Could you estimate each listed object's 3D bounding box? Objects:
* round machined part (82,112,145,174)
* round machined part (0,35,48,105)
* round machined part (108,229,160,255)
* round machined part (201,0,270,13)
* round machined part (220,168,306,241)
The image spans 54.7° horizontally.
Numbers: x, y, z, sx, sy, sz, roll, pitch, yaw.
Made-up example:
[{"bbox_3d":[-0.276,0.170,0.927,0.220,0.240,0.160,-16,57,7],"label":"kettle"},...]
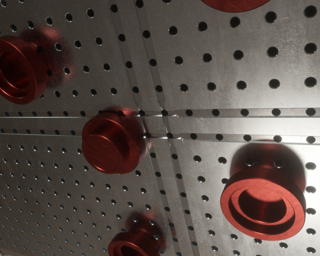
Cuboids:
[{"bbox_3d":[-0.075,0.029,0.455,0.098,0.042,0.097,13,124,20],"label":"round machined part"},{"bbox_3d":[-0.205,-0.087,0.452,0.098,0.042,0.097,13,124,20],"label":"round machined part"},{"bbox_3d":[-0.041,0.223,0.558,0.098,0.042,0.097,13,124,21],"label":"round machined part"},{"bbox_3d":[0.071,-0.154,0.267,0.098,0.042,0.097,13,124,20],"label":"round machined part"},{"bbox_3d":[0.129,0.090,0.387,0.098,0.042,0.097,13,124,20],"label":"round machined part"}]
